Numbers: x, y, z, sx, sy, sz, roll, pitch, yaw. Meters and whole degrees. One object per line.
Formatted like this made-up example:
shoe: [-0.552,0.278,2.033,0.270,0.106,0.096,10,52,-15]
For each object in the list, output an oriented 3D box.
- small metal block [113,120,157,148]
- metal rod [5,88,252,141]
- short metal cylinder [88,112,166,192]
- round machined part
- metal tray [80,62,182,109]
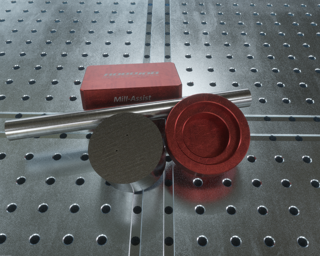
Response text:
small metal block: [-0.035,0.009,0.410,0.050,0.025,0.050,14,51,11]
metal rod: [-0.032,-0.019,0.389,0.302,0.025,0.025,-8,51,-8]
short metal cylinder: [-0.035,0.029,0.352,0.080,0.050,0.080,-2,68,5]
round machined part: [0.054,0.011,0.373,0.099,0.042,0.098,1,72,-4]
metal tray: [-0.040,-0.061,0.437,0.131,0.030,0.090,-3,32,-4]
